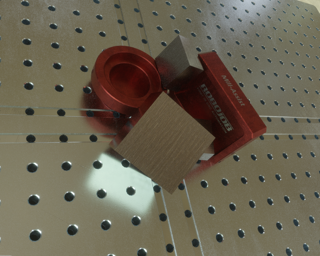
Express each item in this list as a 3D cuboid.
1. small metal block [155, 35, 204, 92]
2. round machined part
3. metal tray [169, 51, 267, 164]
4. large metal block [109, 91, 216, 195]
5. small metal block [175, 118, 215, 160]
[{"bbox_3d":[0.024,-0.083,0.405,0.025,0.050,0.050,9,55,-41],"label":"small metal block"},{"bbox_3d":[-0.043,-0.058,0.410,0.099,0.042,0.098,14,56,-21],"label":"round machined part"},{"bbox_3d":[0.073,-0.027,0.424,0.030,0.090,0.130,-19,72,-36],"label":"metal tray"},{"bbox_3d":[0.001,0.015,0.356,0.080,0.050,0.080,41,82,-15],"label":"large metal block"},{"bbox_3d":[0.043,0.014,0.418,0.050,0.025,0.050,6,63,-13],"label":"small metal block"}]
